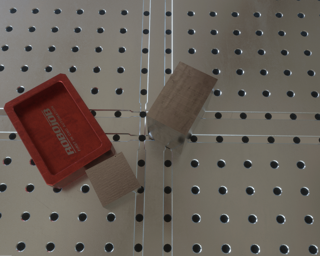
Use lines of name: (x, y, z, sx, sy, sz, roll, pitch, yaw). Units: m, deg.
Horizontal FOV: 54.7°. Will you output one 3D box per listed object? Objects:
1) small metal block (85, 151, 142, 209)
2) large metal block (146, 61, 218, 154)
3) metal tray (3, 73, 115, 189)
small metal block: (-0.057, 0.065, 0.387, 0.050, 0.025, 0.050, -28, 73, -10)
large metal block: (0.026, -0.022, 0.391, 0.050, 0.080, 0.080, 28, 72, 9)
metal tray: (-0.131, 0.002, 0.406, 0.090, 0.030, 0.130, -33, 74, -12)
